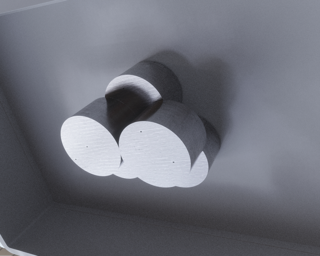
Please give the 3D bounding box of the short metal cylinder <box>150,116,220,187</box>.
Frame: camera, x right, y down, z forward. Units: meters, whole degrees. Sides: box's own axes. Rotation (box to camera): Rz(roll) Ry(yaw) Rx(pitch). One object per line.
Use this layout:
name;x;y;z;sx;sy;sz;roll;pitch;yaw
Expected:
short metal cylinder;0.030;0.028;0.392;0.080;0.050;0.079;13;124;21

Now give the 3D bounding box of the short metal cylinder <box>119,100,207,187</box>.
short metal cylinder;0.004;0.016;0.333;0.080;0.050;0.079;13;124;21

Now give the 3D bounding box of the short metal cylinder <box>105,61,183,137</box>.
short metal cylinder;-0.019;-0.036;0.379;0.080;0.050;0.079;13;124;21

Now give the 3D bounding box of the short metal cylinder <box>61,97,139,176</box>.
short metal cylinder;-0.069;0.010;0.368;0.080;0.050;0.079;13;124;21

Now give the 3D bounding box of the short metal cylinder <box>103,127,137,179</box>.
short metal cylinder;-0.044;0.023;0.427;0.080;0.050;0.079;13;124;21
